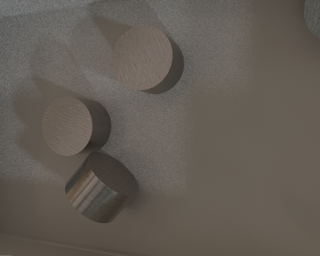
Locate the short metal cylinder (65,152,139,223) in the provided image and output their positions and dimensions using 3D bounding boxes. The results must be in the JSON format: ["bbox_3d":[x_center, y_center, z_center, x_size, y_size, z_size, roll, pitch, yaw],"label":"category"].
[{"bbox_3d":[-0.075,0.077,0.408,0.080,0.080,0.050,43,104,15],"label":"short metal cylinder"}]

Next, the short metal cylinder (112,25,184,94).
[{"bbox_3d":[-0.014,-0.086,0.402,0.080,0.050,0.080,0,90,20],"label":"short metal cylinder"}]

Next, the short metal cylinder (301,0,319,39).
[{"bbox_3d":[0.186,-0.132,0.311,0.080,0.050,0.079,9,130,11],"label":"short metal cylinder"}]

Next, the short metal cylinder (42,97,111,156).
[{"bbox_3d":[-0.117,-0.003,0.438,0.080,0.050,0.080,0,90,20],"label":"short metal cylinder"}]
